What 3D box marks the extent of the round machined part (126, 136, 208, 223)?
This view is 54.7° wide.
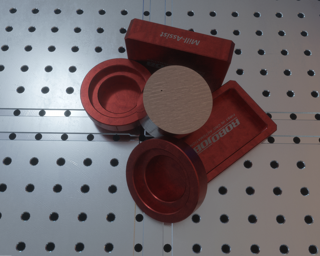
[{"bbox_3d":[0.011,0.057,0.363,0.098,0.042,0.097,7,103,32],"label":"round machined part"}]

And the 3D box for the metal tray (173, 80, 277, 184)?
[{"bbox_3d":[0.073,0.007,0.407,0.131,0.030,0.090,-35,74,-12],"label":"metal tray"}]

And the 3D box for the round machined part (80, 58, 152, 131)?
[{"bbox_3d":[-0.053,-0.041,0.417,0.099,0.042,0.098,0,70,-1],"label":"round machined part"}]

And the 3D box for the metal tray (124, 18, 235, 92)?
[{"bbox_3d":[0.024,-0.091,0.410,0.131,0.090,0.030,14,71,5],"label":"metal tray"}]

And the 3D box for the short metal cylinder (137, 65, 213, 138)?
[{"bbox_3d":[0.016,-0.028,0.369,0.081,0.050,0.080,2,79,-12],"label":"short metal cylinder"}]
